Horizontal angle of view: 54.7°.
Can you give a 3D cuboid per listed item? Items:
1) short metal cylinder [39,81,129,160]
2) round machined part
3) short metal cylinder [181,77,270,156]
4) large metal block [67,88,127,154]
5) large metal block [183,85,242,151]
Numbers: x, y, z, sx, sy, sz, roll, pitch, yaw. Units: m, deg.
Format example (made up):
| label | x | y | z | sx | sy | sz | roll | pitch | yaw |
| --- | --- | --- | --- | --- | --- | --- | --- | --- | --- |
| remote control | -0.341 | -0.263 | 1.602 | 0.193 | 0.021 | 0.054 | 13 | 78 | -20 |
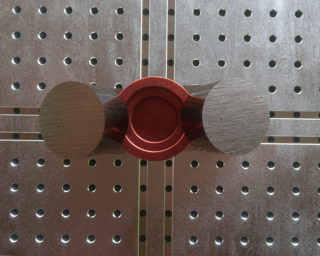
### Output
| label | x | y | z | sx | sy | sz | roll | pitch | yaw |
| --- | --- | --- | --- | --- | --- | --- | --- | --- | --- |
| short metal cylinder | -0.082 | -0.008 | 0.337 | 0.080 | 0.050 | 0.079 | 0 | 91 | 21 |
| round machined part | -0.006 | -0.011 | 0.375 | 0.099 | 0.042 | 0.097 | 0 | 90 | 0 |
| short metal cylinder | 0.070 | -0.012 | 0.338 | 0.081 | 0.050 | 0.080 | 0 | 90 | -20 |
| large metal block | -0.081 | -0.009 | 0.400 | 0.081 | 0.050 | 0.080 | 1 | 90 | 0 |
| large metal block | 0.069 | -0.013 | 0.401 | 0.081 | 0.050 | 0.080 | -1 | 90 | 0 |
